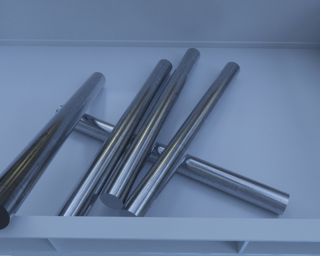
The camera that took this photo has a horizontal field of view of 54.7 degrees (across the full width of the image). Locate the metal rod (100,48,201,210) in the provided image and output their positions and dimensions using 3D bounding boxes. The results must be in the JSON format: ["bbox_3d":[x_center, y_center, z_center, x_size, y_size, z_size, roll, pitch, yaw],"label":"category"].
[{"bbox_3d":[0.004,-0.025,0.400,0.025,0.025,0.301,15,44,12],"label":"metal rod"}]

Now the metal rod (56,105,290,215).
[{"bbox_3d":[0.001,0.032,0.378,0.301,0.025,0.025,21,53,16],"label":"metal rod"}]

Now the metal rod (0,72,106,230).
[{"bbox_3d":[-0.101,-0.009,0.332,0.025,0.025,0.300,2,25,2],"label":"metal rod"}]

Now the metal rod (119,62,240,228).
[{"bbox_3d":[0.043,-0.005,0.383,0.025,0.025,0.301,22,45,17],"label":"metal rod"}]

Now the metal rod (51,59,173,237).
[{"bbox_3d":[-0.037,-0.006,0.376,0.025,0.025,0.301,14,41,11],"label":"metal rod"}]
